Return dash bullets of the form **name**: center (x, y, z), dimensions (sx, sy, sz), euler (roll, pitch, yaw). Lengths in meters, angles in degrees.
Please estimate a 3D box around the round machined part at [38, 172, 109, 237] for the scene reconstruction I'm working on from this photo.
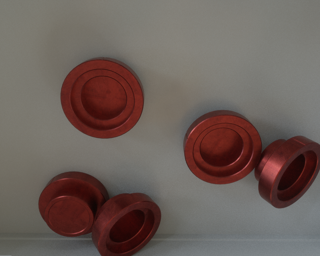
- **round machined part**: center (-0.125, 0.115, 0.443), dimensions (0.099, 0.042, 0.097), euler (0, 110, -1)

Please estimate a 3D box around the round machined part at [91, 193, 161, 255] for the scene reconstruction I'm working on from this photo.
- **round machined part**: center (-0.050, 0.131, 0.434), dimensions (0.099, 0.042, 0.097), euler (-20, 126, -29)

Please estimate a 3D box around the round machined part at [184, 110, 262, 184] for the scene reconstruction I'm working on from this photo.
- **round machined part**: center (0.080, 0.022, 0.412), dimensions (0.099, 0.042, 0.097), euler (0, 110, -1)

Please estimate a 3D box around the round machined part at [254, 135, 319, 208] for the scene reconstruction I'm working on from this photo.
- **round machined part**: center (0.164, 0.053, 0.409), dimensions (0.099, 0.042, 0.097), euler (-17, 123, -27)

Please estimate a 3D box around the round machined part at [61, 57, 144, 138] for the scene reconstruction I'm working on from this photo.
- **round machined part**: center (-0.069, -0.040, 0.387), dimensions (0.099, 0.042, 0.097), euler (0, 110, -1)
